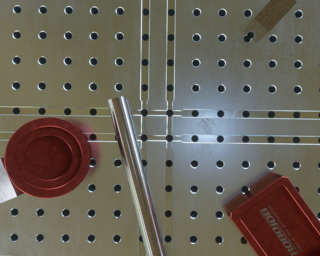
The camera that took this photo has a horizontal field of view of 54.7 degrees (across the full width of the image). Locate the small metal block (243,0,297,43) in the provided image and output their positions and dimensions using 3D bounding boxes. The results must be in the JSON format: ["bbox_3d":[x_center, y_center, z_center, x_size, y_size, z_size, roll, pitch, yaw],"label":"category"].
[{"bbox_3d":[0.141,-0.144,0.402,0.025,0.050,0.050,43,90,0],"label":"small metal block"}]

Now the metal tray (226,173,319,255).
[{"bbox_3d":[0.162,0.137,0.411,0.090,0.030,0.130,-36,90,0],"label":"metal tray"}]

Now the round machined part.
[{"bbox_3d":[-0.141,0.038,0.391,0.099,0.042,0.097,4,81,-25],"label":"round machined part"}]

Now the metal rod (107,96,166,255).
[{"bbox_3d":[-0.021,0.106,0.413,0.025,0.025,0.298,-14,90,0],"label":"metal rod"}]

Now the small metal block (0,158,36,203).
[{"bbox_3d":[-0.187,0.062,0.397,0.025,0.050,0.050,-23,90,13],"label":"small metal block"}]
